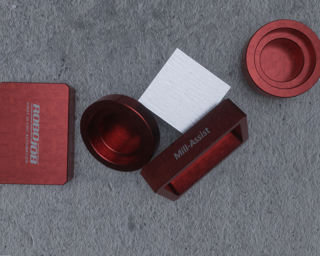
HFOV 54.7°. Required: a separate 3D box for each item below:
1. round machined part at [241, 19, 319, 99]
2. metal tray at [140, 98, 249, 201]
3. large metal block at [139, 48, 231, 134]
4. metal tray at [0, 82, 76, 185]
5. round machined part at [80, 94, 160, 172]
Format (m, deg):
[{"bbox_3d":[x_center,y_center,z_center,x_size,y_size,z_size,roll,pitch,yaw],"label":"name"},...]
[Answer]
[{"bbox_3d":[0.155,-0.086,0.404,0.099,0.042,0.097,0,90,-1],"label":"round machined part"},{"bbox_3d":[0.047,0.031,0.376,0.130,0.090,0.030,-40,64,0],"label":"metal tray"},{"bbox_3d":[0.029,-0.041,0.398,0.080,0.050,0.080,36,90,-1],"label":"large metal block"},{"bbox_3d":[-0.161,0.007,0.405,0.091,0.030,0.129,1,90,-1],"label":"metal tray"},{"bbox_3d":[-0.045,0.003,0.386,0.098,0.042,0.097,10,120,17],"label":"round machined part"}]
